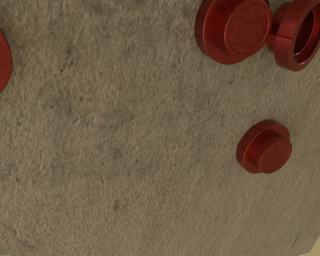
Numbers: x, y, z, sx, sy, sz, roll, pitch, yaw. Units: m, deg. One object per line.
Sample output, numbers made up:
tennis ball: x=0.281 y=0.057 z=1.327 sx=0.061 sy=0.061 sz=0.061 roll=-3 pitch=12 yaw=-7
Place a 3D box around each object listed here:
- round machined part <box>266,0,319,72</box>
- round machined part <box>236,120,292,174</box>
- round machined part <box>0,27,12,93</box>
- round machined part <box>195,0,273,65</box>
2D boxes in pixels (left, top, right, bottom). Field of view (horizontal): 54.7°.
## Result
round machined part: x=0.177 y=-0.127 z=0.405 sx=0.099 sy=0.042 sz=0.097 roll=-27 pitch=132 yaw=-34
round machined part: x=0.181 y=0.038 z=0.521 sx=0.099 sy=0.042 sz=0.097 roll=-14 pitch=125 yaw=-21
round machined part: x=-0.180 y=-0.058 z=0.262 sx=0.099 sy=0.042 sz=0.097 roll=-14 pitch=125 yaw=-21
round machined part: x=0.095 y=-0.123 z=0.373 sx=0.099 sy=0.042 sz=0.097 roll=-14 pitch=125 yaw=-21
